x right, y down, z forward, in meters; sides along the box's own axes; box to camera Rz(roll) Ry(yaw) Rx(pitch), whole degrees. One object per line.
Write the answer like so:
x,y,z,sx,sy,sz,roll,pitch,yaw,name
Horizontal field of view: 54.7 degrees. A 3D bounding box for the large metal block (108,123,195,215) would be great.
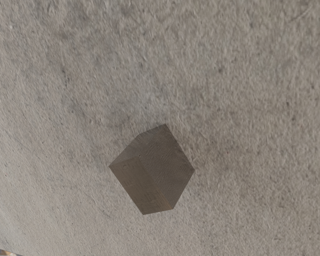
-0.007,0.053,0.407,0.050,0.080,0.080,-22,107,36,large metal block
